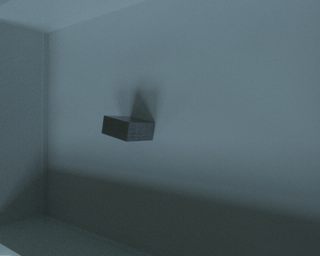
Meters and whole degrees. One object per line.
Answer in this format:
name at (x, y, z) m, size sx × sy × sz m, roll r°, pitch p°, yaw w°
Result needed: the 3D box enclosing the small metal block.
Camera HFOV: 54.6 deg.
small metal block at (-0.043, 0.000, 0.428) m, size 0.050 × 0.050 × 0.025 m, roll 15°, pitch 100°, yaw 39°
